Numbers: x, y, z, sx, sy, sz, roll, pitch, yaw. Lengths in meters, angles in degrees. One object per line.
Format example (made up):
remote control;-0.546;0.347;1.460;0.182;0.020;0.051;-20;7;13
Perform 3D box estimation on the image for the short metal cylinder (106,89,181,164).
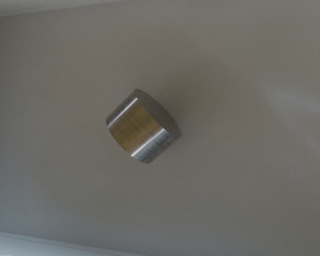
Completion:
short metal cylinder;-0.019;-0.003;0.385;0.050;0.080;0.080;-43;77;15
